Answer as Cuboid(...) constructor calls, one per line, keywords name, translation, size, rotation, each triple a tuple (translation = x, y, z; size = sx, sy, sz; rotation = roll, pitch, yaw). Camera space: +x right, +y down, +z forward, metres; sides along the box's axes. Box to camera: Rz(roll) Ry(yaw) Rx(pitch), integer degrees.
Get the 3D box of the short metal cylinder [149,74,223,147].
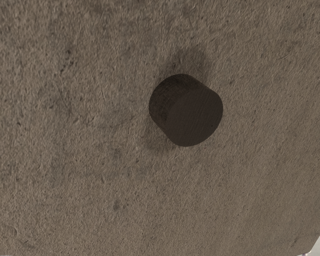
Cuboid(name="short metal cylinder", translation=(0.033, -0.023, 0.396), size=(0.081, 0.050, 0.079), rotation=(-14, 125, -21))
